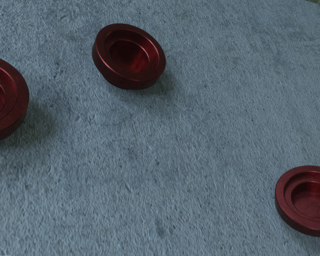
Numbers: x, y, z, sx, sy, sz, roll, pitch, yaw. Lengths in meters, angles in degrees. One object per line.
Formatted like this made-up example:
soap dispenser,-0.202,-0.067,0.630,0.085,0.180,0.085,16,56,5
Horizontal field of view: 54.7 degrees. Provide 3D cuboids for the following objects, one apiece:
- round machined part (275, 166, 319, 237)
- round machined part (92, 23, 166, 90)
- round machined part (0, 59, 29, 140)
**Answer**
round machined part,0.209,0.102,0.421,0.098,0.042,0.098,-9,44,9
round machined part,-0.045,-0.092,0.425,0.099,0.042,0.098,14,56,-21
round machined part,-0.185,-0.025,0.308,0.099,0.042,0.098,14,56,-21
